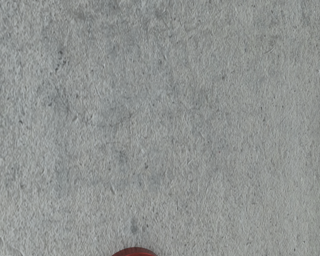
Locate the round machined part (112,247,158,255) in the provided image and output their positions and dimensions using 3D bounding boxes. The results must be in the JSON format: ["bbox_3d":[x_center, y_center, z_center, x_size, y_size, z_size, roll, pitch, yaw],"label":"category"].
[{"bbox_3d":[-0.031,0.206,0.389,0.099,0.042,0.097,0,90,-20],"label":"round machined part"}]
